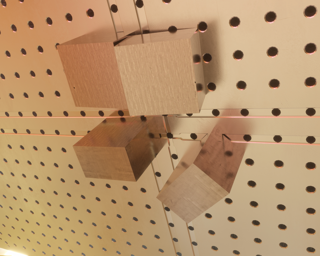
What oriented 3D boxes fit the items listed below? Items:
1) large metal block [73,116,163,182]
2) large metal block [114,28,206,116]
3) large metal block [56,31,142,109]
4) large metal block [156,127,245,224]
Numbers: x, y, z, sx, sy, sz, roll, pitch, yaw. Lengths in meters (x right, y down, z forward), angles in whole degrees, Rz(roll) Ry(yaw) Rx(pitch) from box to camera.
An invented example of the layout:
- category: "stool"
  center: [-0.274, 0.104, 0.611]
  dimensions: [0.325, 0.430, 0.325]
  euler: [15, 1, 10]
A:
- category: "large metal block"
  center: [-0.054, 0.025, 0.418]
  dimensions: [0.080, 0.080, 0.050]
  euler: [-1, 118, 28]
- category: "large metal block"
  center: [0.004, -0.062, 0.346]
  dimensions: [0.080, 0.050, 0.079]
  euler: [-2, 118, 17]
- category: "large metal block"
  center: [-0.069, -0.072, 0.386]
  dimensions: [0.080, 0.050, 0.079]
  euler: [4, 120, 26]
- category: "large metal block"
  center: [0.051, 0.058, 0.384]
  dimensions: [0.050, 0.080, 0.080]
  euler: [40, 129, 1]
